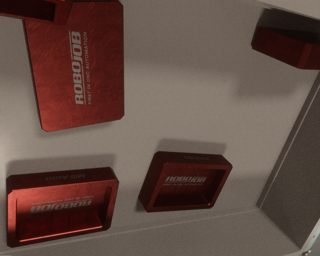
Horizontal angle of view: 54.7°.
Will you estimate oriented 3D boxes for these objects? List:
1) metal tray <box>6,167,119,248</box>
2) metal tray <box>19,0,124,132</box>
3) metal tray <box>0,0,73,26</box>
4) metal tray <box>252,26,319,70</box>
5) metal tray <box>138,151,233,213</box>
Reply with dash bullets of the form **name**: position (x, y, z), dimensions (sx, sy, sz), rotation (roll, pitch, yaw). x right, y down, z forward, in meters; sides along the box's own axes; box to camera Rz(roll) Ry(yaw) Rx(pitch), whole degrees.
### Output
- **metal tray**: position (-0.125, 0.100, 0.399), dimensions (0.131, 0.030, 0.089), rotation (-1, 119, -28)
- **metal tray**: position (-0.085, -0.065, 0.320), dimensions (0.091, 0.030, 0.129), rotation (-11, 123, -23)
- **metal tray**: position (-0.127, -0.101, 0.205), dimensions (0.131, 0.090, 0.030), rotation (3, 97, -21)
- **metal tray**: position (0.203, -0.106, 0.414), dimensions (0.131, 0.090, 0.030), rotation (-4, 120, -27)
- **metal tray**: position (0.041, 0.084, 0.481), dimensions (0.131, 0.030, 0.089), rotation (6, 115, -32)
